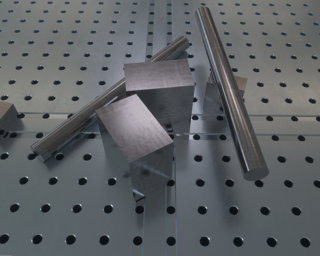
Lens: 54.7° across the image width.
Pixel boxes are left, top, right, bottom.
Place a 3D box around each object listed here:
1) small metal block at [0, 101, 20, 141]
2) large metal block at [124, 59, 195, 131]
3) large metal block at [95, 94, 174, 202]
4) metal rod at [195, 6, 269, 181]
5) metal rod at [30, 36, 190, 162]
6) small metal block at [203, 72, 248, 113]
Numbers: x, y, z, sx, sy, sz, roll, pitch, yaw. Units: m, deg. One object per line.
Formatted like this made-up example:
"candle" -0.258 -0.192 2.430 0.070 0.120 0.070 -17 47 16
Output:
"small metal block" -0.229 -0.012 0.416 0.050 0.025 0.050 12 51 10
"large metal block" -0.002 -0.040 0.405 0.081 0.080 0.050 -6 50 -5
"large metal block" -0.028 0.023 0.353 0.050 0.080 0.080 -25 54 -19
"metal rod" 0.082 -0.069 0.400 0.025 0.025 0.300 -4 50 -3
"metal rod" -0.055 -0.057 0.454 0.025 0.025 0.301 32 57 24
"small metal block" 0.090 -0.048 0.432 0.050 0.050 0.025 15 52 12
